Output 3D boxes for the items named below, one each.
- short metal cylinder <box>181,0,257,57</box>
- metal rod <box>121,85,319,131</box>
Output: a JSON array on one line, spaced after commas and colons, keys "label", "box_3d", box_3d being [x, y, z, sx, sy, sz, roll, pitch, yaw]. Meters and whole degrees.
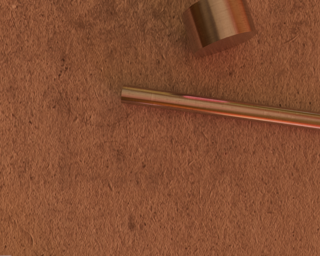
[{"label": "short metal cylinder", "box_3d": [0.072, -0.127, 0.383, 0.080, 0.080, 0.050, -18, 90, 0]}, {"label": "metal rod", "box_3d": [0.100, -0.024, 0.411, 0.302, 0.025, 0.025, 8, 90, -1]}]
